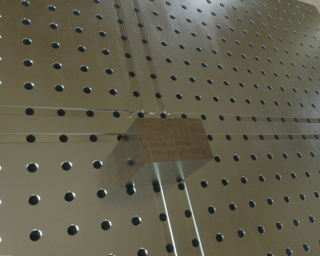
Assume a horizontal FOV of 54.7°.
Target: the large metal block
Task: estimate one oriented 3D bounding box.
[{"bbox_3d":[0.000,0.030,0.356,0.081,0.080,0.050,0,62,-29],"label":"large metal block"}]
